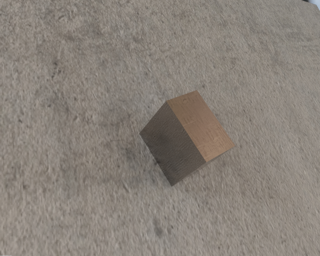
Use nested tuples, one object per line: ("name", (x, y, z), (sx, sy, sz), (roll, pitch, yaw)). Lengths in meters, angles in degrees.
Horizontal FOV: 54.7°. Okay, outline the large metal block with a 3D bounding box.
("large metal block", (0.029, 0.014, 0.378), (0.050, 0.080, 0.080), (-23, 74, -36))
